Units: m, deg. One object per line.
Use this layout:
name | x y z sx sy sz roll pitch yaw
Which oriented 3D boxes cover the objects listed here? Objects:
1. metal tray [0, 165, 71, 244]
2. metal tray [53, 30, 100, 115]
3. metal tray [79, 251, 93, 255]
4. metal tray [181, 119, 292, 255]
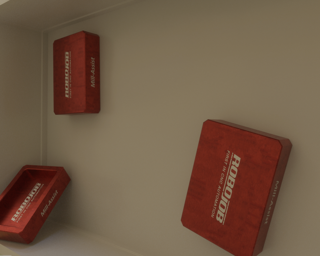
metal tray | -0.220 0.120 0.512 0.090 0.130 0.030 0 131 21
metal tray | -0.141 -0.088 0.521 0.090 0.030 0.129 -1 89 40
metal tray | -0.130 0.267 0.498 0.129 0.030 0.090 -50 60 40
metal tray | 0.079 0.063 0.339 0.090 0.030 0.129 19 102 38
